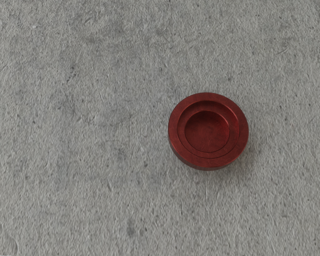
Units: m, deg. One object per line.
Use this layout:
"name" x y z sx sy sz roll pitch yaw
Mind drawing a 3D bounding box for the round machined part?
"round machined part" 0.059 0.007 0.397 0.099 0.042 0.098 0 70 0
